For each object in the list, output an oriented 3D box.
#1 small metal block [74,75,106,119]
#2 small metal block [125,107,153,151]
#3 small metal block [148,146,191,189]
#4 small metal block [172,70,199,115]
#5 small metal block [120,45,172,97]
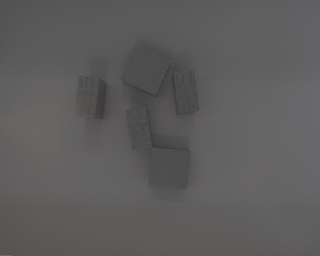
[{"bbox_3d":[-0.088,-0.037,0.398,0.025,0.050,0.050,6,90,0],"label":"small metal block"},{"bbox_3d":[-0.025,0.001,0.399,0.025,0.050,0.050,-9,90,0],"label":"small metal block"},{"bbox_3d":[0.012,0.052,0.411,0.050,0.025,0.050,5,90,0],"label":"small metal block"},{"bbox_3d":[0.032,-0.044,0.399,0.025,0.050,0.050,-7,90,0],"label":"small metal block"},{"bbox_3d":[-0.018,-0.075,0.411,0.050,0.025,0.050,24,90,0],"label":"small metal block"}]
